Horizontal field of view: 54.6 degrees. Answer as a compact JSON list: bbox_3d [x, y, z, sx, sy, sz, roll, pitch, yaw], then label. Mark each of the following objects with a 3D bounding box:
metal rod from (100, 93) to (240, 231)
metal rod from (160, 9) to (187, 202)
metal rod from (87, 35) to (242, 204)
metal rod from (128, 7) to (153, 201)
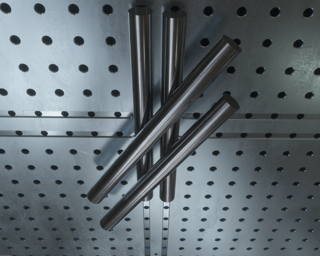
[{"bbox_3d":[-0.003,0.064,0.432,0.025,0.025,0.299,28,125,-22],"label":"metal rod"},{"bbox_3d":[0.013,-0.002,0.410,0.025,0.025,0.298,0,130,-1],"label":"metal rod"},{"bbox_3d":[-0.013,0.009,0.387,0.025,0.025,0.299,28,125,-22],"label":"metal rod"},{"bbox_3d":[-0.022,-0.004,0.408,0.025,0.025,0.298,0,130,-1],"label":"metal rod"}]
